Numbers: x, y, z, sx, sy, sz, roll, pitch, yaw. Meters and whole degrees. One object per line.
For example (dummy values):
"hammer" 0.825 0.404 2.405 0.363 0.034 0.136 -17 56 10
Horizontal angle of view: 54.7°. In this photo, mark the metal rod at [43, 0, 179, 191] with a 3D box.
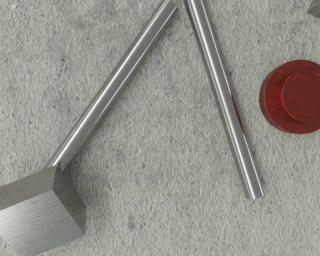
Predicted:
"metal rod" -0.072 -0.041 0.409 0.025 0.025 0.299 35 90 -1

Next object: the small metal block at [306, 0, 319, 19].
"small metal block" 0.235 -0.170 0.413 0.050 0.025 0.050 27 90 -1

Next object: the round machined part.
"round machined part" 0.185 -0.041 0.404 0.099 0.042 0.097 0 90 -1

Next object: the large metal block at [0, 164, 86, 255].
"large metal block" -0.147 0.103 0.379 0.080 0.050 0.080 -22 120 0

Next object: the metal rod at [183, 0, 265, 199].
"metal rod" 0.081 -0.052 0.411 0.025 0.025 0.298 -18 90 0
